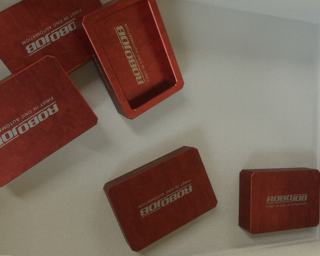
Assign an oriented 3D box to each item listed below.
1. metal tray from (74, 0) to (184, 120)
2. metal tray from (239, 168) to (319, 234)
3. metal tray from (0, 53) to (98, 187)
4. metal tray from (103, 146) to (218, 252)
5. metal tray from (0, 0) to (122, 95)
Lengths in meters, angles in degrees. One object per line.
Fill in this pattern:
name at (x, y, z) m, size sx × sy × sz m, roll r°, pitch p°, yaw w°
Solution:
metal tray at (-0.031, -0.087, 0.373) m, size 0.090 × 0.030 × 0.129 m, roll -34°, pitch 121°, yaw -19°
metal tray at (0.186, 0.109, 0.479) m, size 0.131 × 0.030 × 0.089 m, roll 1°, pitch 90°, yaw -21°
metal tray at (-0.146, -0.009, 0.334) m, size 0.131 × 0.030 × 0.090 m, roll -35°, pitch 116°, yaw -9°
metal tray at (0.003, 0.089, 0.410) m, size 0.131 × 0.030 × 0.090 m, roll -24°, pitch 98°, yaw -19°
metal tray at (-0.123, -0.109, 0.363) m, size 0.131 × 0.030 × 0.090 m, roll -38°, pitch 103°, yaw -16°
